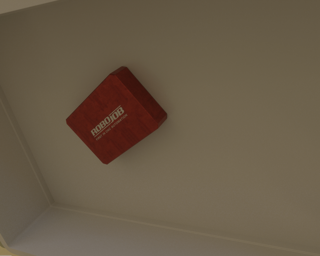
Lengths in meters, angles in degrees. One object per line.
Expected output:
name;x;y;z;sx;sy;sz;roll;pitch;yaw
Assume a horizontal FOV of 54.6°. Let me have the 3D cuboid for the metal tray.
metal tray;-0.064;-0.013;0.432;0.090;0.030;0.130;49;129;-7
